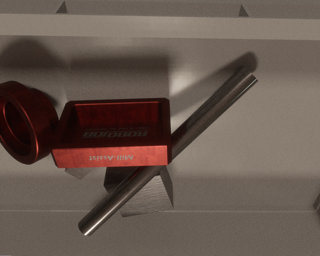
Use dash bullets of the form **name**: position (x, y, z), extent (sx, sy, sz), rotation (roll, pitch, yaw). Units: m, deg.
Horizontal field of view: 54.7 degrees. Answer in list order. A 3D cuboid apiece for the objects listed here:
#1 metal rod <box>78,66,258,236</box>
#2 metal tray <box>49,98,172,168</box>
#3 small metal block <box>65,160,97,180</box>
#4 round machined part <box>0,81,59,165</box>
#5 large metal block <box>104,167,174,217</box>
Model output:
- **metal rod**: position (0.001, 0.038, 0.394), extent (0.299, 0.025, 0.025), rotation (-44, 119, 14)
- **metal tray**: position (-0.053, 0.003, 0.368), extent (0.131, 0.090, 0.030), rotation (-2, 130, 1)
- **small metal block**: position (-0.099, 0.034, 0.420), extent (0.050, 0.050, 0.025), rotation (-37, 121, 27)
- **round machined part**: position (-0.158, -0.009, 0.367), extent (0.098, 0.042, 0.097), rotation (19, 123, 31)
- **large metal block**: position (-0.029, 0.084, 0.464), extent (0.080, 0.050, 0.080), rotation (-12, 130, 9)
